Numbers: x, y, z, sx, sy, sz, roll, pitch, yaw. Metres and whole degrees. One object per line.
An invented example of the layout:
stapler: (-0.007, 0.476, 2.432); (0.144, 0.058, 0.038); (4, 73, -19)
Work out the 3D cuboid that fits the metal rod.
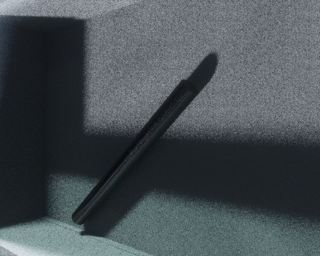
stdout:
metal rod: (-0.049, 0.050, 0.445); (0.298, 0.025, 0.025); (-49, 61, 28)
